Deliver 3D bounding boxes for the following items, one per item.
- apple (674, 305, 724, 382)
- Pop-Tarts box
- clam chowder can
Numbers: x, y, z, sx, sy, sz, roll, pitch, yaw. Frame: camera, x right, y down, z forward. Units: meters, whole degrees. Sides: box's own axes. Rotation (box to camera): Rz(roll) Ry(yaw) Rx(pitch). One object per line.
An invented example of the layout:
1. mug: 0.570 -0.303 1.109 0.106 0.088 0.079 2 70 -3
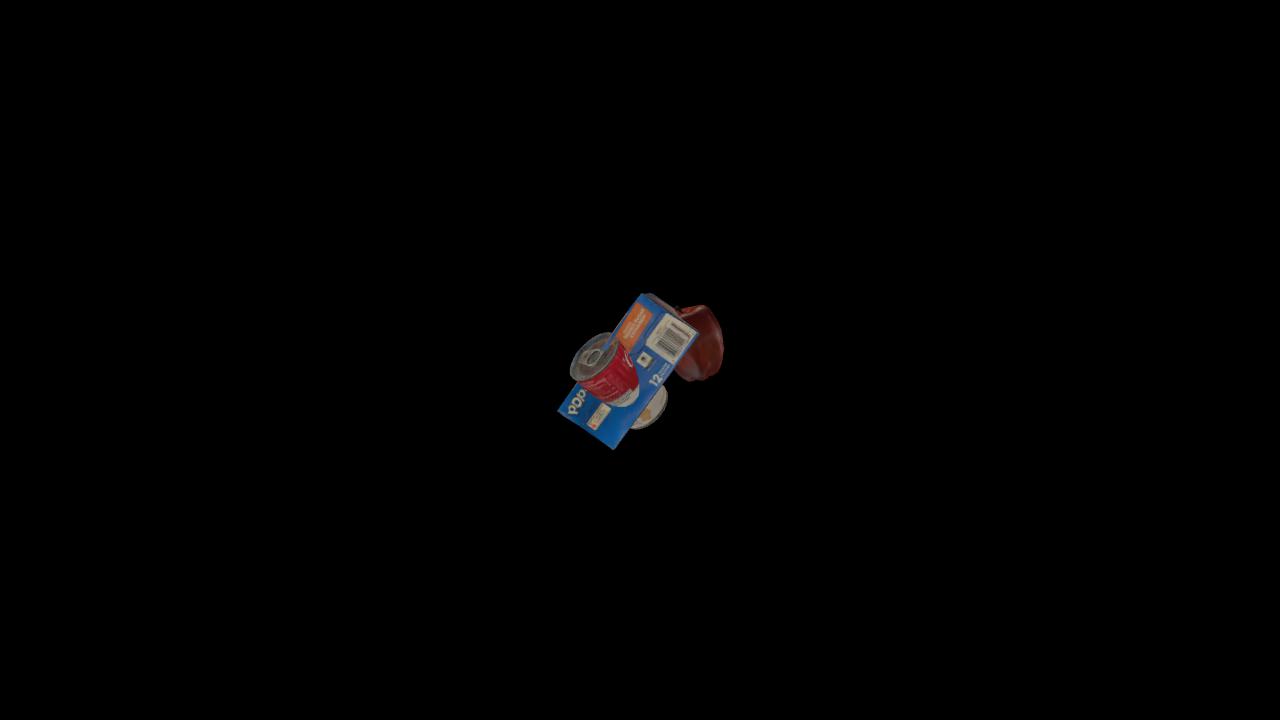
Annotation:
1. apple: 0.063 -0.023 0.741 0.079 0.093 0.079 -20 7 3
2. Pop-Tarts box: -0.009 0.007 0.749 0.083 0.167 0.141 37 9 1
3. clam chowder can: -0.022 0.026 0.704 0.068 0.068 0.102 0 -38 47
